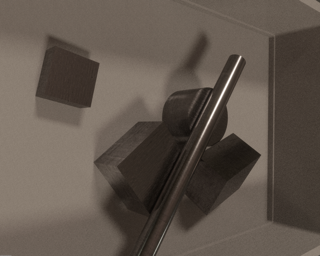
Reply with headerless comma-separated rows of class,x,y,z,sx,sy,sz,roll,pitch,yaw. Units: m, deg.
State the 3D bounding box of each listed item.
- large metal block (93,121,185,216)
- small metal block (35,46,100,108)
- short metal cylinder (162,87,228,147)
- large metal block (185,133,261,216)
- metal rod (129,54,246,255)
large metal block,-0.018,0.048,0.377,0.080,0.050,0.080,-45,117,-31
small metal block,-0.097,-0.052,0.327,0.050,0.025,0.050,16,80,-39
short metal cylinder,0.050,-0.015,0.435,0.081,0.050,0.079,0,90,-40
large metal block,0.085,0.064,0.439,0.081,0.050,0.079,-26,147,-37
metal rod,0.041,0.027,0.377,0.025,0.025,0.300,44,64,-32
